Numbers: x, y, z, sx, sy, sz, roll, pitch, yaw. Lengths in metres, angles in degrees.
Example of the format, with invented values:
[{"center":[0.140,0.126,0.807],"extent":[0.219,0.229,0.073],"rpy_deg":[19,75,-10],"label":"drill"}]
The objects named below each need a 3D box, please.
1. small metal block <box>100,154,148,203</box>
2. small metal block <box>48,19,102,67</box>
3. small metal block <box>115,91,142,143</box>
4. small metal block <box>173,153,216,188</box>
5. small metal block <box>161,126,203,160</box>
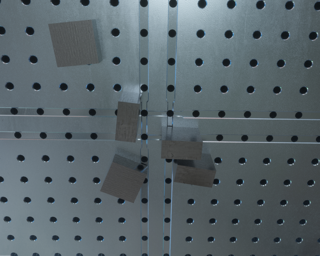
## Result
[{"center":[-0.051,0.072,0.439],"extent":[0.050,0.025,0.050],"rpy_deg":[22,109,-8],"label":"small metal block"},{"center":[-0.101,-0.103,0.375],"extent":[0.050,0.025,0.050],"rpy_deg":[-5,110,2],"label":"small metal block"},{"center":[-0.039,-0.015,0.394],"extent":[0.025,0.050,0.050],"rpy_deg":[7,110,-2],"label":"small metal block"},{"center":[0.045,0.053,0.420],"extent":[0.050,0.050,0.025],"rpy_deg":[9,110,-4],"label":"small metal block"},{"center":[0.027,0.019,0.407],"extent":[0.050,0.050,0.025],"rpy_deg":[3,110,-1],"label":"small metal block"}]
